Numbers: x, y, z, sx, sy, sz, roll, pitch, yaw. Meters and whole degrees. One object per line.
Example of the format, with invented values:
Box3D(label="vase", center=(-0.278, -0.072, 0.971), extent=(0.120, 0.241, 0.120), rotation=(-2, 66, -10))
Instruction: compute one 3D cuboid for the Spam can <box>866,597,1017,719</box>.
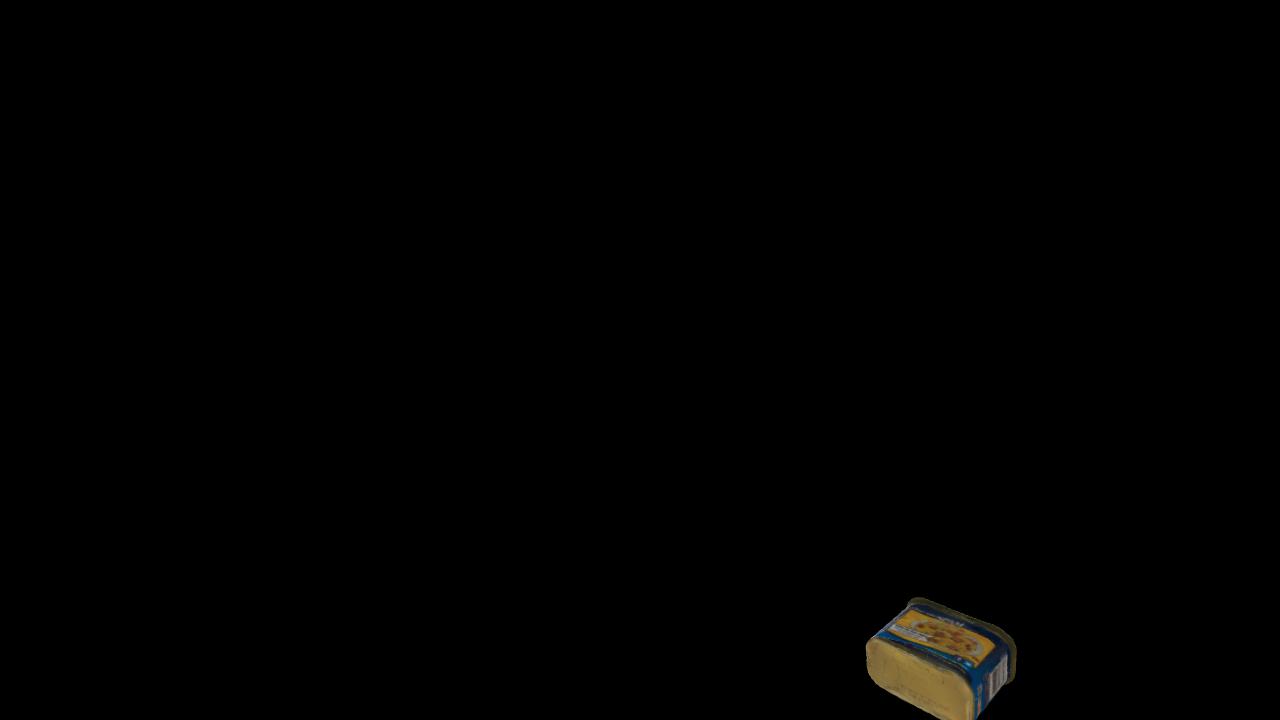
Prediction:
Box3D(label="Spam can", center=(0.273, 0.274, 0.564), extent=(0.085, 0.058, 0.101), rotation=(-13, 12, -38))
